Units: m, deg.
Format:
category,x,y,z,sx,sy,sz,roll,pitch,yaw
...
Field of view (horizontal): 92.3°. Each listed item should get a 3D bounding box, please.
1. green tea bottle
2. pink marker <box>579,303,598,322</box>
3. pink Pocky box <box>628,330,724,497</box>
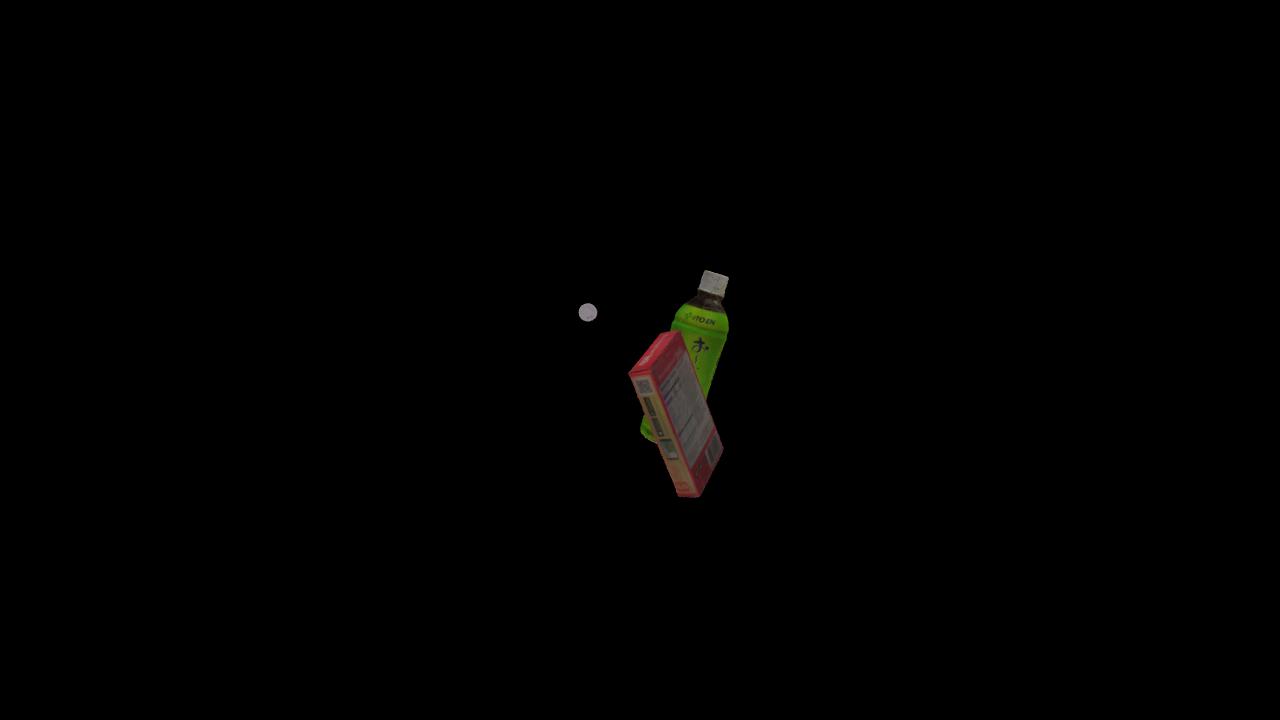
category,x,y,z,sx,sy,sz,roll,pitch,yaw
green tea bottle,0.059,-0.002,0.734,0.073,0.212,0.073,14,8,-2
pink marker,-0.057,-0.053,0.688,0.020,0.020,0.121,0,4,-4
pink Pocky box,0.041,0.056,0.636,0.029,0.155,0.084,-8,26,31
